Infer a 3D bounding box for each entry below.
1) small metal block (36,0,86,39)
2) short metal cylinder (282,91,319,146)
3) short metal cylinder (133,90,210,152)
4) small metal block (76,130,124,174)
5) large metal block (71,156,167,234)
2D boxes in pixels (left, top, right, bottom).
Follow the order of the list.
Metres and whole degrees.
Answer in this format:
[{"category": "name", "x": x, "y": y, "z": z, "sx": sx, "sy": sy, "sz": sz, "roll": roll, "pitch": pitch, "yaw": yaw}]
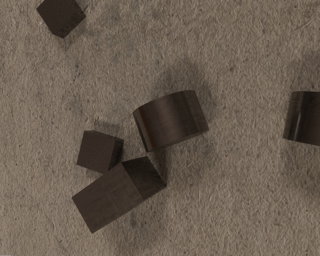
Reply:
[{"category": "small metal block", "x": -0.147, "y": -0.171, "z": 0.459, "sx": 0.050, "sy": 0.025, "sz": 0.050, "roll": -38, "pitch": 78, "yaw": 16}, {"category": "short metal cylinder", "x": 0.173, "y": -0.006, "z": 0.319, "sx": 0.080, "sy": 0.080, "sz": 0.050, "roll": 11, "pitch": 94, "yaw": 19}, {"category": "short metal cylinder", "x": 0.013, "y": -0.007, "z": 0.374, "sx": 0.080, "sy": 0.080, "sz": 0.050, "roll": -22, "pitch": 83, "yaw": 18}, {"category": "small metal block", "x": -0.085, "y": 0.034, "z": 0.438, "sx": 0.050, "sy": 0.025, "sz": 0.050, "roll": 16, "pitch": 95, "yaw": 19}, {"category": "large metal block", "x": -0.049, "y": 0.082, "z": 0.396, "sx": 0.080, "sy": 0.080, "sz": 0.050, "roll": -36, "pitch": 79, "yaw": 16}]
